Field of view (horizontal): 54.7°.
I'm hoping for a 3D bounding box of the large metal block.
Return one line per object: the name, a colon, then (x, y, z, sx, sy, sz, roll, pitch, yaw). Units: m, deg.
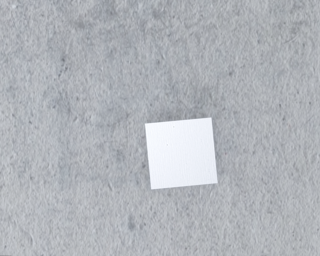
large metal block: (0.026, 0.030, 0.398, 0.081, 0.050, 0.079, -5, 90, -1)
